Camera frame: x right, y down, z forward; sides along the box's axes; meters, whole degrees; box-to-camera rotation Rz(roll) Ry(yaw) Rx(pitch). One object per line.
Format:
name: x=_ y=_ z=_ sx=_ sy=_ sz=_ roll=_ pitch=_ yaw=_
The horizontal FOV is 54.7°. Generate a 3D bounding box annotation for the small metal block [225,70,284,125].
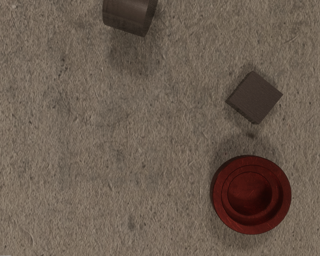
small metal block: x=0.124 y=-0.040 z=0.412 sx=0.050 sy=0.025 sz=0.050 roll=39 pitch=90 yaw=-1

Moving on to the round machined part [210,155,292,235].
round machined part: x=0.114 y=0.083 z=0.403 sx=0.099 sy=0.042 sz=0.097 roll=0 pitch=90 yaw=-1

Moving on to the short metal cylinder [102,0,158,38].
short metal cylinder: x=-0.033 y=-0.159 z=0.382 sx=0.050 sy=0.080 sz=0.080 roll=18 pitch=90 yaw=0
